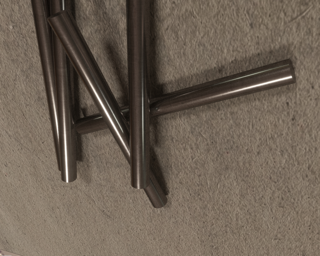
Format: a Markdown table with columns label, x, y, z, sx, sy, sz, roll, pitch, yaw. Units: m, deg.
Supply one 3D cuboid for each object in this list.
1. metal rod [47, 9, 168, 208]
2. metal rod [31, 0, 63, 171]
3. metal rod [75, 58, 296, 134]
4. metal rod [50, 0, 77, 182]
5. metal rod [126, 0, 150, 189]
| label | x | y | z | sx | sy | sz | roll | pitch | yaw |
| --- | --- | --- | --- | --- | --- | --- | --- | --- | --- |
| metal rod | -0.053 | -0.002 | 0.398 | 0.025 | 0.025 | 0.299 | -4 | 127 | 30 |
| metal rod | -0.153 | -0.057 | 0.449 | 0.025 | 0.025 | 0.298 | 16 | 125 | 18 |
| metal rod | 0.006 | -0.029 | 0.384 | 0.300 | 0.025 | 0.025 | -12 | 112 | 33 |
| metal rod | -0.133 | -0.045 | 0.435 | 0.025 | 0.025 | 0.298 | 18 | 122 | 17 |
| metal rod | -0.024 | -0.062 | 0.355 | 0.025 | 0.025 | 0.298 | 11 | 116 | 22 |
